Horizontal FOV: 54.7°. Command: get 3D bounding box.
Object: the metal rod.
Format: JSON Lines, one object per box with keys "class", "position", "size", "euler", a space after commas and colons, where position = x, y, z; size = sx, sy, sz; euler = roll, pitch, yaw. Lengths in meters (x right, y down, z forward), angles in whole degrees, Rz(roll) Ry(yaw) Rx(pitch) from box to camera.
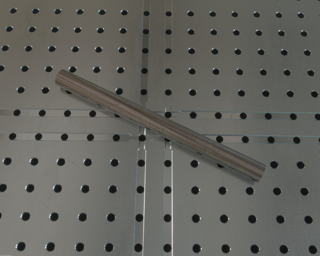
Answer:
{"class": "metal rod", "position": [-0.006, -0.007, 0.414], "size": [0.301, 0.025, 0.025], "euler": [26, 72, 8]}
